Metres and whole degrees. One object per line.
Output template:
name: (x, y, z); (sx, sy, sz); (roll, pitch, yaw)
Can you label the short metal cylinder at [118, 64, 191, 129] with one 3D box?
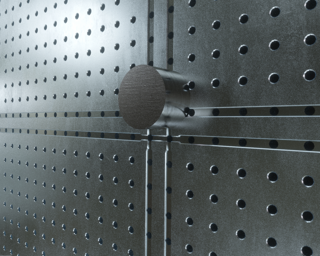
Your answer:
short metal cylinder: (-0.008, -0.038, 0.401); (0.080, 0.050, 0.080); (0, 90, 40)
